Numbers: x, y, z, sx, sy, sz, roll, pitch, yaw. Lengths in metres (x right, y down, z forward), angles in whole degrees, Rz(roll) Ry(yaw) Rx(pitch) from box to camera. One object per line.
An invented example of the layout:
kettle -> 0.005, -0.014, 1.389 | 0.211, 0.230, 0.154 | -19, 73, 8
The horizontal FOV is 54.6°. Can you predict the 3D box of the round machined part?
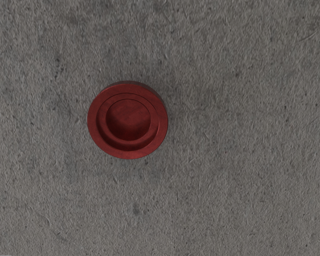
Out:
round machined part -> -0.039, -0.013, 0.396 | 0.099, 0.042, 0.097 | 0, 110, 0
